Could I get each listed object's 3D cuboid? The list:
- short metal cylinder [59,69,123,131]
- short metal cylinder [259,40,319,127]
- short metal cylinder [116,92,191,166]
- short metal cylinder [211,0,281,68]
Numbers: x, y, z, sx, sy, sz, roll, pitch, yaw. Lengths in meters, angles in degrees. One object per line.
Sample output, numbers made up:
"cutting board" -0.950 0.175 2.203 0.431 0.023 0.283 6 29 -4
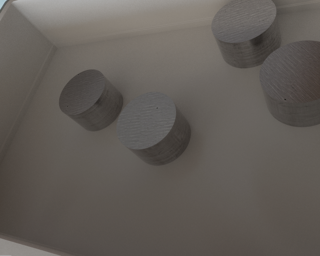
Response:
"short metal cylinder" -0.104 -0.042 0.470 0.080 0.050 0.080 -13 56 21
"short metal cylinder" 0.154 -0.048 0.338 0.080 0.050 0.080 -13 56 21
"short metal cylinder" -0.007 0.001 0.393 0.080 0.050 0.080 -13 56 21
"short metal cylinder" 0.114 -0.126 0.407 0.080 0.050 0.080 -13 56 21
